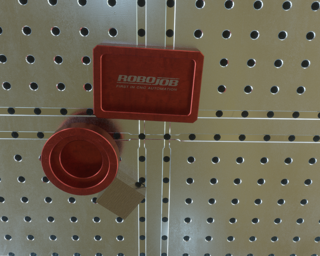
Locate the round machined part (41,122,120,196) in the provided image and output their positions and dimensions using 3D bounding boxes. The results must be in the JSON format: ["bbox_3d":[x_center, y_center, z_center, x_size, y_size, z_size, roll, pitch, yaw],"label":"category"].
[{"bbox_3d":[-0.103,0.038,0.417,0.099,0.042,0.097,0,110,-1],"label":"round machined part"}]

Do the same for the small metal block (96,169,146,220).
[{"bbox_3d":[-0.056,0.096,0.448,0.050,0.025,0.050,36,106,-13],"label":"small metal block"}]

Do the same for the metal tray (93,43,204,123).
[{"bbox_3d":[-0.016,-0.056,0.389,0.131,0.030,0.089,3,110,-2],"label":"metal tray"}]
